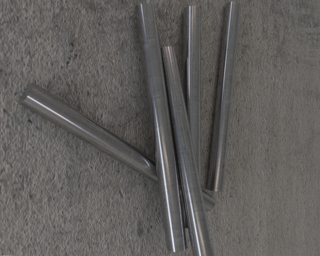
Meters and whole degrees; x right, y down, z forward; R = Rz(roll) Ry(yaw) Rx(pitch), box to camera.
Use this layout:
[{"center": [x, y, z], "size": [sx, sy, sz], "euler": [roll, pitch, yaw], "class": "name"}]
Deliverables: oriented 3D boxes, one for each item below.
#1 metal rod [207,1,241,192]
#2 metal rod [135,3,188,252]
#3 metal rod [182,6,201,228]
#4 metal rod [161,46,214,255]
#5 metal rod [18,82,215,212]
[{"center": [0.102, -0.052, 0.489], "size": [0.025, 0.025, 0.298], "euler": [11, 83, -40], "class": "metal rod"}, {"center": [0.001, -0.003, 0.380], "size": [0.025, 0.025, 0.298], "euler": [-5, 86, -40], "class": "metal rod"}, {"center": [0.043, -0.021, 0.420], "size": [0.025, 0.025, 0.298], "euler": [9, 78, -40], "class": "metal rod"}, {"center": [0.032, 0.042, 0.385], "size": [0.025, 0.025, 0.299], "euler": [-1, 76, -40], "class": "metal rod"}, {"center": [-0.028, 0.040, 0.381], "size": [0.301, 0.025, 0.025], "euler": [36, 68, -34], "class": "metal rod"}]
